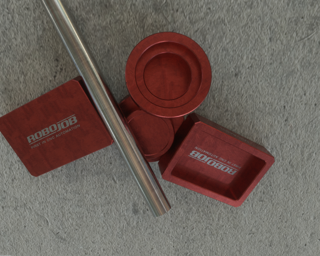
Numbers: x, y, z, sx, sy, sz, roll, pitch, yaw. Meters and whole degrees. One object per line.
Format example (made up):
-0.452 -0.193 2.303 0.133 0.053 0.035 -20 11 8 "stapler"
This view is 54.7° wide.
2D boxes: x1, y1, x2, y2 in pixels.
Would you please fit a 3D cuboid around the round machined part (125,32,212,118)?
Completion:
0.008 -0.060 0.368 0.099 0.042 0.097 0 88 -7 "round machined part"

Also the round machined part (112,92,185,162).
-0.016 0.001 0.403 0.099 0.042 0.097 0 110 0 "round machined part"

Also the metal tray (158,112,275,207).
0.075 0.046 0.414 0.131 0.030 0.090 25 108 -20 "metal tray"

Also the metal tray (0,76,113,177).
-0.130 0.000 0.395 0.130 0.030 0.090 -23 106 17 "metal tray"

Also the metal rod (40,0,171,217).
-0.065 -0.032 0.363 0.025 0.025 0.299 -26 95 9 "metal rod"
